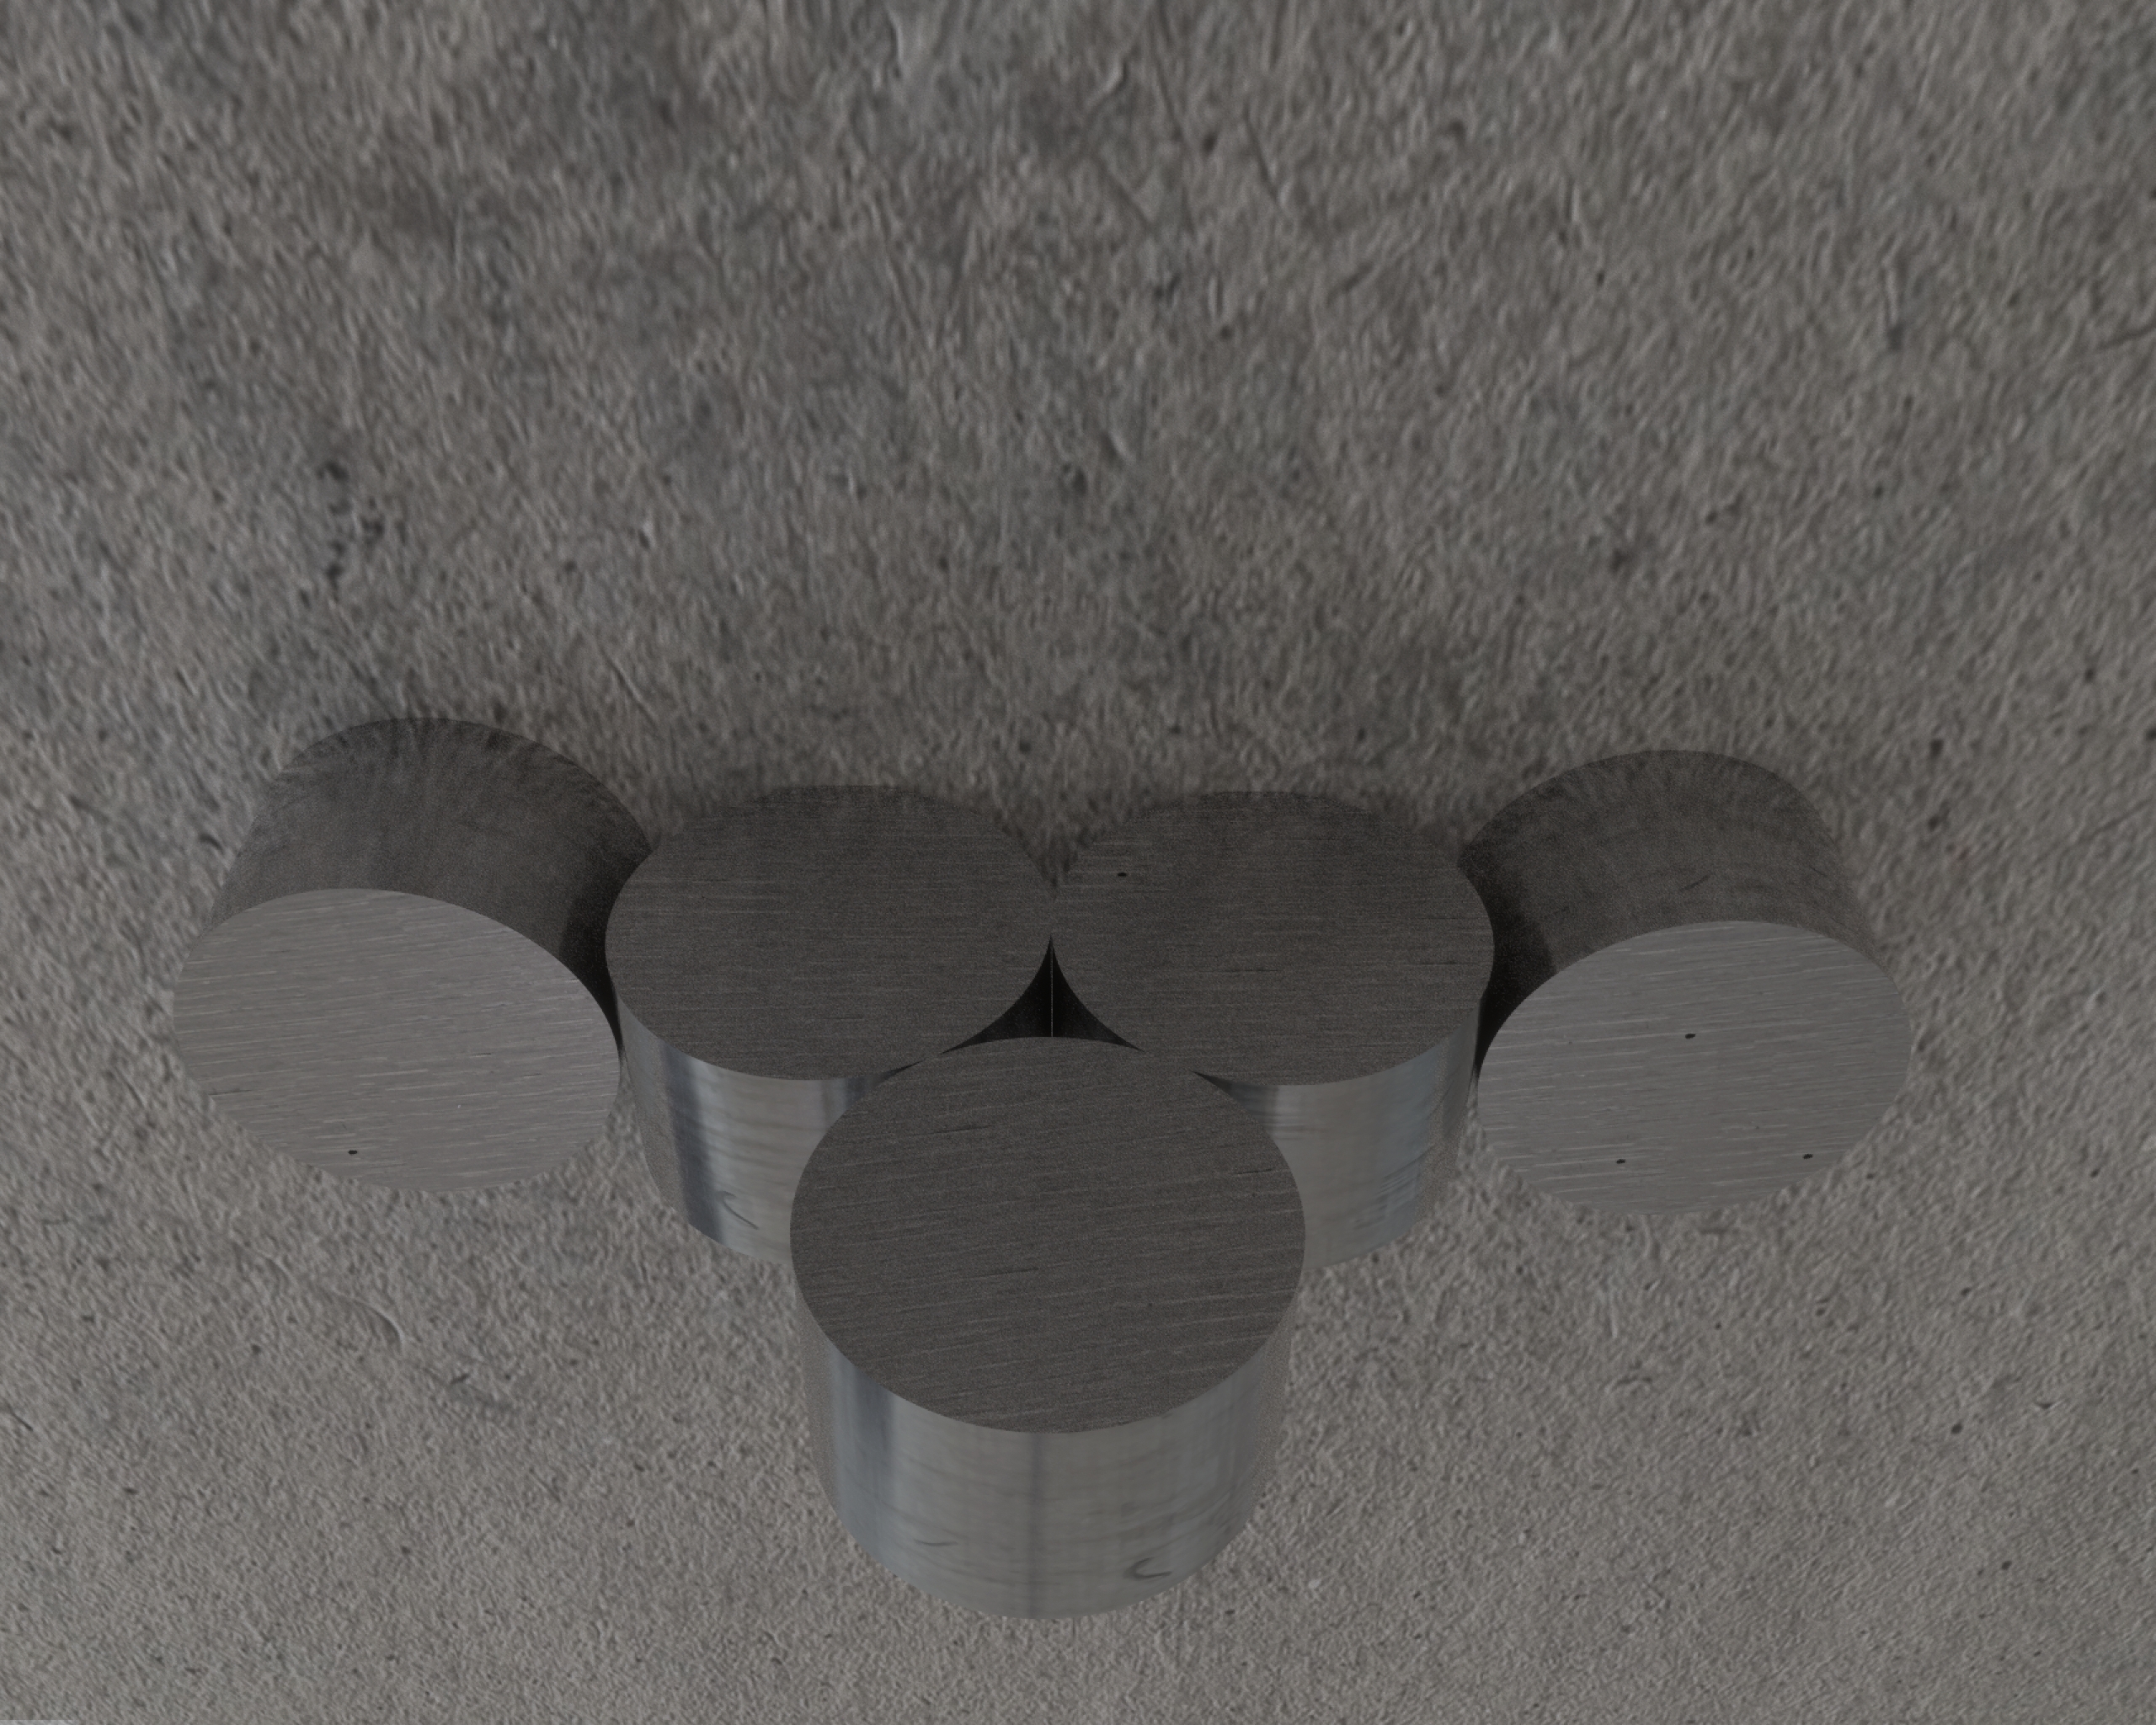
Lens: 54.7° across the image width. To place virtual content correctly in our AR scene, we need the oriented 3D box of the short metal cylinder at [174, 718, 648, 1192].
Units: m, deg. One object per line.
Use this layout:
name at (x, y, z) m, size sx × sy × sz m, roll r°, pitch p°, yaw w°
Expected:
short metal cylinder at (-0.126, 0.019, 0.405) m, size 0.081 × 0.050 × 0.079 m, roll 0°, pitch 130°, yaw 0°

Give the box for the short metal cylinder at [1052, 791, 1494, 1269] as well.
short metal cylinder at (0.035, 0.031, 0.397) m, size 0.081 × 0.080 × 0.050 m, roll 0°, pitch 130°, yaw 0°

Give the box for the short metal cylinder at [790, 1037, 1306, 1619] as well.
short metal cylinder at (-0.005, 0.075, 0.343) m, size 0.081 × 0.080 × 0.050 m, roll 1°, pitch 130°, yaw -1°

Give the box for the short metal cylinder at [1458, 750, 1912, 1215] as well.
short metal cylinder at (0.116, 0.024, 0.413) m, size 0.081 × 0.050 × 0.079 m, roll 0°, pitch 130°, yaw 0°

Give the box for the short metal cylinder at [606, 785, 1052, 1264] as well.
short metal cylinder at (-0.045, 0.030, 0.396) m, size 0.081 × 0.080 × 0.050 m, roll 0°, pitch 130°, yaw 0°
